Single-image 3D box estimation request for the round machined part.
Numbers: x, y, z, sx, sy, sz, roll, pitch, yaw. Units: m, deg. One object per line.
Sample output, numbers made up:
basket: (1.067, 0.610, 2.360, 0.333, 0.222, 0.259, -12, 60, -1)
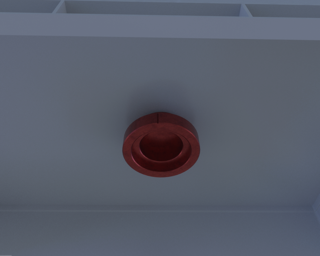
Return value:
round machined part: (0.002, 0.017, 0.408, 0.099, 0.042, 0.097, -1, 130, 0)
